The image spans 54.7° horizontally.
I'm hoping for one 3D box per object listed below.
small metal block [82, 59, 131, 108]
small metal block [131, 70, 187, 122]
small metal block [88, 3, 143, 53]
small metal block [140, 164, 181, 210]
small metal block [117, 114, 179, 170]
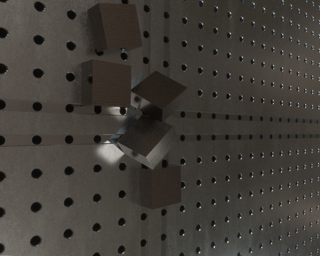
[{"bbox_3d":[-0.062,-0.049,0.359,0.050,0.025,0.050,1,89,-40],"label":"small metal block"},{"bbox_3d":[-0.002,-0.040,0.390,0.050,0.050,0.025,-44,155,-32],"label":"small metal block"},{"bbox_3d":[-0.052,-0.118,0.367,0.050,0.025,0.050,-17,101,-39],"label":"small metal block"},{"bbox_3d":[0.001,0.076,0.413,0.050,0.025,0.050,-2,91,-40],"label":"small metal block"},{"bbox_3d":[-0.015,0.015,0.376,0.050,0.050,0.025,-48,139,-22],"label":"small metal block"}]
